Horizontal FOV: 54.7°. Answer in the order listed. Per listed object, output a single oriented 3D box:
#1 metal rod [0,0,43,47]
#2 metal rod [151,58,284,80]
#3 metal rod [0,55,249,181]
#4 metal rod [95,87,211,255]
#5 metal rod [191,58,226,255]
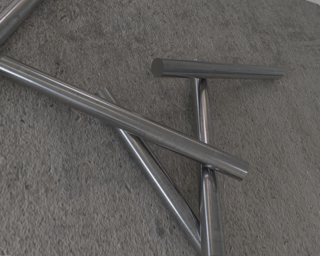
[{"bbox_3d":[-0.185,-0.141,0.389,0.025,0.025,0.300,27,52,-12],"label":"metal rod"},{"bbox_3d":[0.111,-0.090,0.489,0.302,0.025,0.025,-7,65,-41],"label":"metal rod"},{"bbox_3d":[-0.040,-0.010,0.356,0.301,0.025,0.025,24,52,-2],"label":"metal rod"},{"bbox_3d":[0.011,0.077,0.362,0.025,0.025,0.299,-27,77,-37],"label":"metal rod"},{"bbox_3d":[0.058,0.015,0.407,0.025,0.025,0.300,17,49,-19],"label":"metal rod"}]
